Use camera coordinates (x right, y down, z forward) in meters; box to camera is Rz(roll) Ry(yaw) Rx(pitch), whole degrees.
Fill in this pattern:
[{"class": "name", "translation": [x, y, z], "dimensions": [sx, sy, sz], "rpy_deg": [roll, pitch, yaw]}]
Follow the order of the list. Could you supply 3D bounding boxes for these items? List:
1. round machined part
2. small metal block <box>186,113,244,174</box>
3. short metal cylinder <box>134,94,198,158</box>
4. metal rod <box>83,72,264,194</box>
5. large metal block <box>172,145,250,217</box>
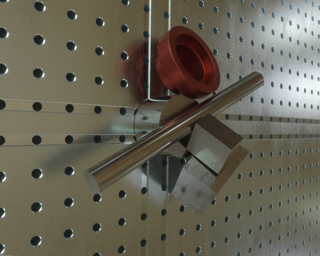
[{"class": "round machined part", "translation": [0.033, -0.082, 0.412], "dimensions": [0.099, 0.042, 0.098], "rpy_deg": [25, 52, -35]}, {"class": "small metal block", "translation": [0.064, 0.019, 0.369], "dimensions": [0.025, 0.050, 0.050], "rpy_deg": [-37, 155, -34]}, {"class": "short metal cylinder", "translation": [0.014, -0.003, 0.406], "dimensions": [0.081, 0.050, 0.079], "rpy_deg": [0, 90, -40]}, {"class": "metal rod", "translation": [0.041, -0.011, 0.380], "dimensions": [0.302, 0.025, 0.025], "rpy_deg": [-31, 109, -36]}, {"class": "large metal block", "translation": [0.067, 0.062, 0.421], "dimensions": [0.080, 0.050, 0.080], "rpy_deg": [-43, 161, -32]}]
